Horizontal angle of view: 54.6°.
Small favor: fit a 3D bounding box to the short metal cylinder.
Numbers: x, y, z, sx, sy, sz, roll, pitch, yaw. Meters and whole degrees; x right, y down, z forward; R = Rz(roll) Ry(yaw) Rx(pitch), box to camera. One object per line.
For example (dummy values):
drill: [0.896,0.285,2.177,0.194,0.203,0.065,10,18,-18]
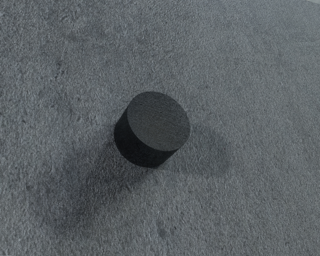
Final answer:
short metal cylinder: [-0.010,0.002,0.380,0.081,0.050,0.080,13,56,-21]
